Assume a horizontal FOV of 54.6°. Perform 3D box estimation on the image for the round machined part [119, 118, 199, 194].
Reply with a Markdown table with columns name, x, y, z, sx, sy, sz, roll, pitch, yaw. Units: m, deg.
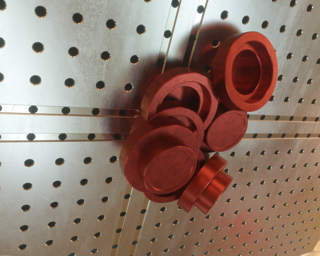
| name | x | y | z | sx | sy | sz | roll | pitch | yaw |
| --- | --- | --- | --- | --- | --- | --- | --- | --- | --- |
| round machined part | 0.005 | 0.040 | 0.372 | 0.099 | 0.042 | 0.097 | -14 | 124 | -21 |

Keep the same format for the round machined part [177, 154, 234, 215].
| name | x | y | z | sx | sy | sz | roll | pitch | yaw |
| --- | --- | --- | --- | --- | --- | --- | --- | --- | --- |
| round machined part | 0.072 | 0.089 | 0.462 | 0.098 | 0.042 | 0.098 | -46 | 162 | -19 |

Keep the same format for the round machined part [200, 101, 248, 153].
| name | x | y | z | sx | sy | sz | roll | pitch | yaw |
| --- | --- | --- | --- | --- | --- | --- | --- | --- | --- |
| round machined part | 0.085 | -0.005 | 0.442 | 0.099 | 0.042 | 0.097 | -14 | 124 | -21 |

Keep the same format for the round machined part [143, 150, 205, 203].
| name | x | y | z | sx | sy | sz | roll | pitch | yaw |
| --- | --- | --- | --- | --- | --- | --- | --- | --- | --- |
| round machined part | 0.011 | 0.055 | 0.439 | 0.099 | 0.042 | 0.097 | -14 | 124 | -21 |

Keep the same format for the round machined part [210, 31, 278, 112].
| name | x | y | z | sx | sy | sz | roll | pitch | yaw |
| --- | --- | --- | --- | --- | --- | --- | --- | --- | --- |
| round machined part | 0.103 | -0.071 | 0.397 | 0.099 | 0.042 | 0.097 | -6 | 101 | -34 |

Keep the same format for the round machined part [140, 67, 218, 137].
| name | x | y | z | sx | sy | sz | roll | pitch | yaw |
| --- | --- | --- | --- | --- | --- | --- | --- | --- | --- |
| round machined part | 0.021 | -0.031 | 0.392 | 0.099 | 0.042 | 0.097 | -14 | 124 | -21 |

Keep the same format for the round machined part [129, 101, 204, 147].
| name | x | y | z | sx | sy | sz | roll | pitch | yaw |
| --- | --- | --- | --- | --- | --- | --- | --- | --- | --- |
| round machined part | 0.005 | 0.008 | 0.407 | 0.099 | 0.042 | 0.097 | -14 | 124 | -21 |
